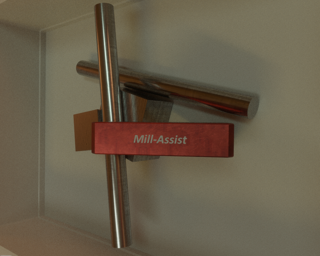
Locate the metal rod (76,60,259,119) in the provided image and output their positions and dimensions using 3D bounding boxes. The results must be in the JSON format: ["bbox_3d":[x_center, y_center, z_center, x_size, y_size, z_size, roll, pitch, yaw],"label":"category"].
[{"bbox_3d":[-0.015,-0.060,0.416,0.300,0.025,0.025,19,102,38],"label":"metal rod"}]

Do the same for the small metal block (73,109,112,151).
[{"bbox_3d":[-0.088,0.004,0.409,0.050,0.025,0.050,-8,84,39],"label":"small metal block"}]

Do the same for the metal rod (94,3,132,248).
[{"bbox_3d":[-0.059,-0.007,0.386,0.025,0.025,0.298,-8,85,39],"label":"metal rod"}]

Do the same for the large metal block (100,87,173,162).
[{"bbox_3d":[-0.038,-0.008,0.418,0.080,0.050,0.079,23,104,37],"label":"large metal block"}]

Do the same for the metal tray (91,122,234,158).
[{"bbox_3d":[0.006,0.009,0.321,0.131,0.090,0.030,1,92,8],"label":"metal tray"}]
